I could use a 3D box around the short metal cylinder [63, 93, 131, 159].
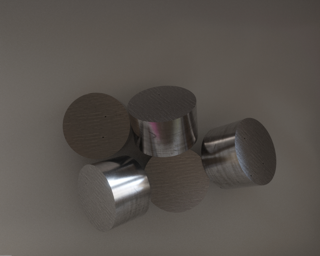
[{"bbox_3d":[-0.076,-0.003,0.395,0.081,0.050,0.079,0,90,-1],"label":"short metal cylinder"}]

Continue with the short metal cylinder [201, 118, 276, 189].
[{"bbox_3d":[0.097,0.032,0.378,0.081,0.050,0.080,14,67,-37],"label":"short metal cylinder"}]

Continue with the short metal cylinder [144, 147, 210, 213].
[{"bbox_3d":[0.020,0.062,0.398,0.081,0.050,0.079,0,90,-1],"label":"short metal cylinder"}]

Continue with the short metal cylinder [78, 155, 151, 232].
[{"bbox_3d":[-0.057,0.077,0.375,0.050,0.080,0.080,-11,90,-43],"label":"short metal cylinder"}]

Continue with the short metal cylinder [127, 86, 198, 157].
[{"bbox_3d":[0.005,-0.010,0.375,0.081,0.080,0.050,-8,126,-1],"label":"short metal cylinder"}]
